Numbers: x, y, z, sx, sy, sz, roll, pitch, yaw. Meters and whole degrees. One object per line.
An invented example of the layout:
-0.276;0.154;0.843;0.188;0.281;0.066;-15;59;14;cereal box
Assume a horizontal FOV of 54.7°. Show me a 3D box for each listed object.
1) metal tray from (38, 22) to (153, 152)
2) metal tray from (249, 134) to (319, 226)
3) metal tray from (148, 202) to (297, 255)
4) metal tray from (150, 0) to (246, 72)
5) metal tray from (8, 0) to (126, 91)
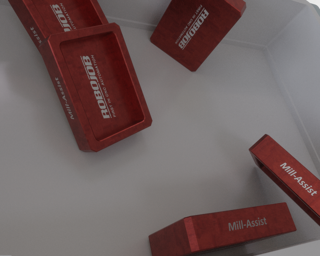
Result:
-0.069;-0.047;0.358;0.091;0.030;0.129;-27;103;-37;metal tray
0.175;0.072;0.393;0.130;0.030;0.090;48;4;29;metal tray
0.065;0.112;0.330;0.131;0.090;0.030;1;62;-28;metal tray
0.051;-0.154;0.460;0.090;0.129;0.030;35;51;-5;metal tray
-0.105;-0.115;0.377;0.090;0.030;0.130;-42;113;-37;metal tray
